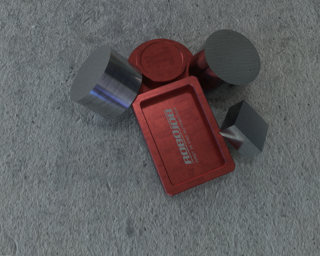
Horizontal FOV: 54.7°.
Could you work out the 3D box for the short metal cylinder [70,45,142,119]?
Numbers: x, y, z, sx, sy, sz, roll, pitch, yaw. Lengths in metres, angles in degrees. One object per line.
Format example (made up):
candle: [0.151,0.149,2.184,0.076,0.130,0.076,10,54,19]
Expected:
short metal cylinder: [-0.069,-0.057,0.394,0.050,0.080,0.080,32,66,-36]

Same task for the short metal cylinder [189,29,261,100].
short metal cylinder: [0.086,-0.084,0.416,0.081,0.050,0.080,6,71,-17]

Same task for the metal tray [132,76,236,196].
metal tray: [0.027,0.009,0.392,0.091,0.030,0.129,-21,81,-8]

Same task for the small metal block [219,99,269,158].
small metal block: [0.107,0.001,0.391,0.050,0.025,0.050,43,49,-13]

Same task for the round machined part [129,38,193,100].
round machined part: [0.002,-0.085,0.432,0.099,0.042,0.098,0,70,0]
